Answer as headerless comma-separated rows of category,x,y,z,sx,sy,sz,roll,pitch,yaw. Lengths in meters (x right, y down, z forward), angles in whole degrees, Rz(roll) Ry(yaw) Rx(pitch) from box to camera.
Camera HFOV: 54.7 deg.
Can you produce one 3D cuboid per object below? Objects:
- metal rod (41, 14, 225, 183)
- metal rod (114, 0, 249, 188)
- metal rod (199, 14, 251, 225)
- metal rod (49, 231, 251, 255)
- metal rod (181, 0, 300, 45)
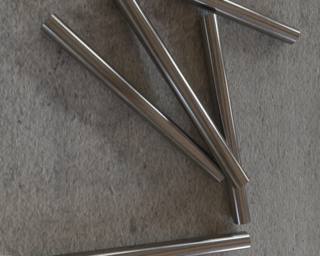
metal rod,-0.022,-0.028,0.401,0.300,0.025,0.025,41,77,-16
metal rod,0.030,-0.049,0.408,0.025,0.025,0.299,-35,97,-17
metal rod,0.094,-0.009,0.445,0.025,0.025,0.298,-12,94,-20
metal rod,-0.015,0.164,0.404,0.303,0.025,0.025,1,90,-21
metal rod,0.073,-0.177,0.436,0.302,0.025,0.025,14,86,-20
